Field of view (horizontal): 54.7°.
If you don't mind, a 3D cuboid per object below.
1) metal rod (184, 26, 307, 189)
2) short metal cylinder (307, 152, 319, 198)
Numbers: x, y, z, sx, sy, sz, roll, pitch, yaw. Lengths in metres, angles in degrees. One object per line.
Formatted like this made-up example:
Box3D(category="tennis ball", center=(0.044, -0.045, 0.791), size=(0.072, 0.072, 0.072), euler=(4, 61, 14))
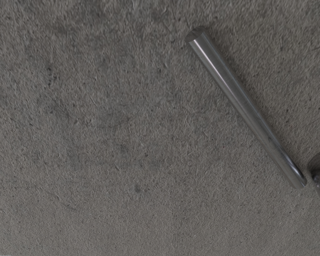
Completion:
Box3D(category="metal rod", center=(0.126, -0.007, 0.402), size=(0.025, 0.025, 0.300), euler=(-30, 125, 23))
Box3D(category="short metal cylinder", center=(0.266, 0.071, 0.454), size=(0.081, 0.050, 0.079), euler=(0, 130, 0))
